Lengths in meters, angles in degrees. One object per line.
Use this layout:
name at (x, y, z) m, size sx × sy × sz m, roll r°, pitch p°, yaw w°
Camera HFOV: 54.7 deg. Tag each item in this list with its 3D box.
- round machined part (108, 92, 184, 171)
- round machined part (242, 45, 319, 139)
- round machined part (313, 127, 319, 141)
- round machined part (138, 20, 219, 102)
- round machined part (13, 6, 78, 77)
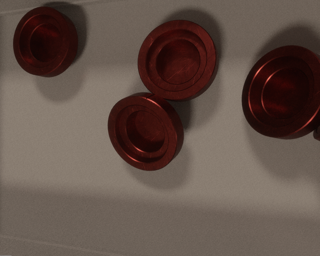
round machined part at (-0.014, 0.002, 0.395) m, size 0.098 × 0.042 × 0.097 m, roll 11°, pitch 114°, yaw 25°
round machined part at (0.141, -0.036, 0.336) m, size 0.098 × 0.042 × 0.098 m, roll -17°, pitch 68°, yaw 52°
round machined part at (0.189, -0.010, 0.304) m, size 0.042 × 0.098 × 0.097 m, roll 28°, pitch 99°, yaw 13°
round machined part at (0.025, -0.081, 0.391) m, size 0.098 × 0.042 × 0.097 m, roll 0°, pitch 89°, yaw 18°
round machined part at (-0.162, -0.123, 0.457) m, size 0.098 × 0.042 × 0.097 m, roll 0°, pitch 90°, yaw 19°
